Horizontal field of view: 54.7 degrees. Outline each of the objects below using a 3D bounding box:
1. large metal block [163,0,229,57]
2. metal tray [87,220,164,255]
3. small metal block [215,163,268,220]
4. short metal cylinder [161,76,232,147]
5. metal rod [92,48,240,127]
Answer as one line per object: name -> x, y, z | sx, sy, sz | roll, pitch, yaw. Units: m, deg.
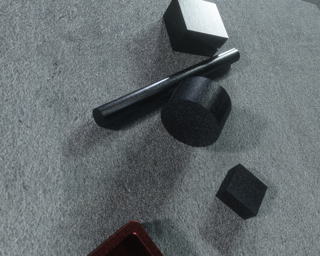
large metal block -> 0.059, -0.173, 0.527 | 0.081, 0.050, 0.080 | 2, 61, -28
metal tray -> -0.021, 0.166, 0.288 | 0.091, 0.030, 0.130 | -32, 80, -38
small metal block -> 0.110, 0.085, 0.413 | 0.050, 0.025, 0.050 | 40, 51, -1
short metal cylinder -> 0.048, -0.021, 0.409 | 0.080, 0.080, 0.050 | 36, 51, -5
metal rod -> 0.030, -0.072, 0.465 | 0.302, 0.025, 0.025 | -30, 79, -38
